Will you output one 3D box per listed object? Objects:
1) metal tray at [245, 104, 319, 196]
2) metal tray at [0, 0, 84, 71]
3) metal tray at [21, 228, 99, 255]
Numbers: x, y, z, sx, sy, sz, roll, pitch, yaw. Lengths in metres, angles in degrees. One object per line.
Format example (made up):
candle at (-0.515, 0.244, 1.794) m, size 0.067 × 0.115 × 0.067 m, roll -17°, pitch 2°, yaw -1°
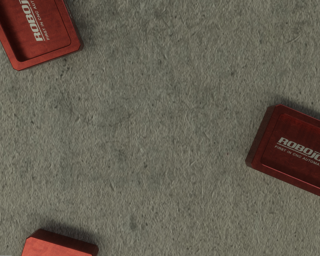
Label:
metal tray at (0.192, 0.034, 0.408) m, size 0.131 × 0.030 × 0.090 m, roll 23°, pitch 90°, yaw 0°
metal tray at (-0.163, -0.147, 0.390) m, size 0.090 × 0.030 × 0.129 m, roll -20°, pitch 105°, yaw 0°
metal tray at (-0.143, 0.210, 0.406) m, size 0.090 × 0.030 × 0.129 m, roll 17°, pitch 90°, yaw 0°
